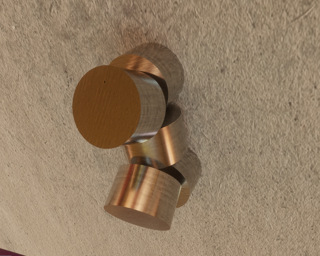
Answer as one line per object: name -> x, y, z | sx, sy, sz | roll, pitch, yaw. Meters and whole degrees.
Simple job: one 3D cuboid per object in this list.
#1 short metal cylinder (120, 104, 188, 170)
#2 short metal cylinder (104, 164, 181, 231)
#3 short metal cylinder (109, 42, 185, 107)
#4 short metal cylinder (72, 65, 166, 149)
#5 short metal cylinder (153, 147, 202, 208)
short metal cylinder -> -0.009, 0.009, 0.384 | 0.080, 0.080, 0.050 | 2, 119, 27
short metal cylinder -> -0.020, 0.084, 0.369 | 0.080, 0.050, 0.080 | 14, 151, 8
short metal cylinder -> -0.017, -0.056, 0.367 | 0.080, 0.050, 0.079 | 13, 124, 21
short metal cylinder -> -0.041, -0.021, 0.317 | 0.080, 0.050, 0.079 | 2, 94, 27
short metal cylinder -> 0.012, 0.063, 0.425 | 0.080, 0.050, 0.079 | 13, 124, 21
